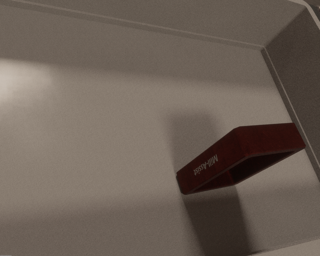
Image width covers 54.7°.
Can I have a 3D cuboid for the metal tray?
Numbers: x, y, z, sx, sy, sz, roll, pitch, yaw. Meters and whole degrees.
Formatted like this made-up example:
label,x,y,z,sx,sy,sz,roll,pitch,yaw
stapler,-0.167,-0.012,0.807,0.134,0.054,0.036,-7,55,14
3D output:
label,x,y,z,sx,sy,sz,roll,pitch,yaw
metal tray,0.089,0.039,0.364,0.091,0.129,0.030,-4,64,-30
